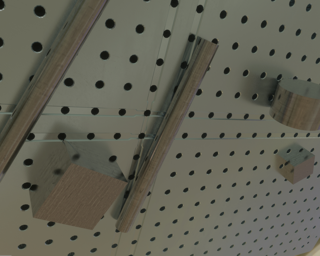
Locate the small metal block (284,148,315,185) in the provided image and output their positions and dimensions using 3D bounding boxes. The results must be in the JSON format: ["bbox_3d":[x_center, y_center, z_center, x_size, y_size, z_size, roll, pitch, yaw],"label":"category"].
[{"bbox_3d":[0.273,0.076,0.607,0.050,0.025,0.050,-25,128,-13],"label":"small metal block"}]

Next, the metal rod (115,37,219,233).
[{"bbox_3d":[0.002,0.023,0.426,0.025,0.025,0.298,12,112,-33],"label":"metal rod"}]

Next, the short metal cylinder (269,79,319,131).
[{"bbox_3d":[0.213,-0.037,0.469,0.081,0.080,0.050,-7,122,-25],"label":"short metal cylinder"}]

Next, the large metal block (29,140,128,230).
[{"bbox_3d":[-0.101,0.072,0.384,0.080,0.050,0.080,29,102,-38],"label":"large metal block"}]

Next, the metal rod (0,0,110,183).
[{"bbox_3d":[-0.109,-0.058,0.315,0.025,0.025,0.299,26,104,-37],"label":"metal rod"}]
